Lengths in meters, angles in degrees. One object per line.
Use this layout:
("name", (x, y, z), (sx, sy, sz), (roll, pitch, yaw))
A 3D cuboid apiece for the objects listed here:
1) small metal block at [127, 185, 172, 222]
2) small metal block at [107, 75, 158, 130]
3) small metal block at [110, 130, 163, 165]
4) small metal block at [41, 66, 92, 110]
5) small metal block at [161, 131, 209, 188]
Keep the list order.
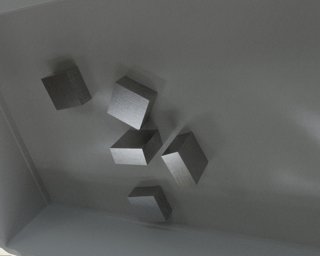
("small metal block", (-0.016, 0.120, 0.490), (0.050, 0.025, 0.050), (-11, 113, 32))
("small metal block", (-0.037, -0.033, 0.406), (0.050, 0.025, 0.050), (29, 128, 9))
("small metal block", (-0.031, 0.025, 0.423), (0.050, 0.050, 0.025), (-1, 118, 28))
("small metal block", (-0.133, -0.056, 0.442), (0.050, 0.025, 0.050), (-7, 115, 31))
("small metal block", (0.034, 0.040, 0.399), (0.025, 0.050, 0.050), (-19, 109, 35))
